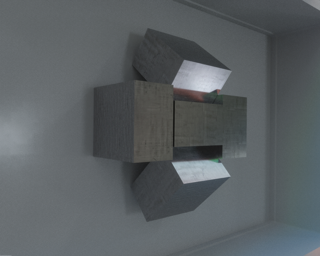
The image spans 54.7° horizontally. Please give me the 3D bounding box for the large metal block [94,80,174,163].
[{"bbox_3d":[-0.031,-0.006,0.343,0.050,0.080,0.080,1,90,-40],"label":"large metal block"}]

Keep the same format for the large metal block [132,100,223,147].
[{"bbox_3d":[0.021,-0.005,0.386,0.081,0.080,0.050,1,90,-40],"label":"large metal block"}]

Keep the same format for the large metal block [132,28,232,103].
[{"bbox_3d":[0.026,-0.075,0.382,0.081,0.080,0.050,2,126,-40],"label":"large metal block"}]

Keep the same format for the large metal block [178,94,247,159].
[{"bbox_3d":[0.071,-0.002,0.429,0.050,0.080,0.080,1,90,-40],"label":"large metal block"}]

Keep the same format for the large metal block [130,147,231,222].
[{"bbox_3d":[0.024,0.066,0.381,0.081,0.080,0.050,1,48,-41],"label":"large metal block"}]
